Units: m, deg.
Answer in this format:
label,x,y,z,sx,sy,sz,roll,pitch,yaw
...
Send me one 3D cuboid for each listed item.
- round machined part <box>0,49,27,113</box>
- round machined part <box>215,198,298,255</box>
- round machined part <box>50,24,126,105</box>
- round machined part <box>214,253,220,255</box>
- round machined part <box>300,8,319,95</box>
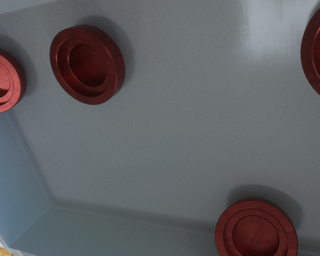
label,x,y,z,sx,sy,sz,roll,pitch,yaw
round machined part,-0.251,-0.075,0.468,0.099,0.042,0.097,0,113,0
round machined part,0.124,0.139,0.400,0.098,0.042,0.097,-2,85,22
round machined part,-0.086,-0.082,0.393,0.098,0.042,0.097,13,124,21
round machined part,0.110,0.224,0.469,0.098,0.042,0.097,17,144,13
round machined part,0.172,-0.065,0.251,0.098,0.042,0.097,31,133,41
